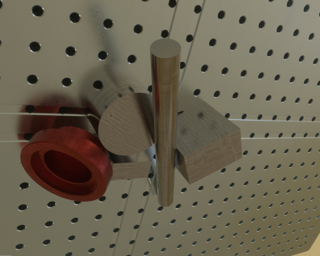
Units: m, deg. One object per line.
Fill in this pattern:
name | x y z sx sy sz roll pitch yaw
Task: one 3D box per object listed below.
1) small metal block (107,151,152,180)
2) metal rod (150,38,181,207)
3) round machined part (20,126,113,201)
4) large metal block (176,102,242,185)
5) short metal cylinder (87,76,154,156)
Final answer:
small metal block | -0.046 0.040 0.396 0.050 0.050 0.025 0 118 -29
metal rod | 0.007 0.024 0.370 0.025 0.025 0.298 -23 146 -15
round machined part | -0.099 0.036 0.348 0.098 0.042 0.097 9 134 10
large metal block | 0.051 0.017 0.416 0.081 0.080 0.050 -25 128 -14
short metal cylinder | -0.040 -0.015 0.365 0.081 0.050 0.079 -14 125 -21
